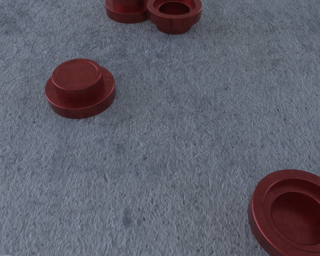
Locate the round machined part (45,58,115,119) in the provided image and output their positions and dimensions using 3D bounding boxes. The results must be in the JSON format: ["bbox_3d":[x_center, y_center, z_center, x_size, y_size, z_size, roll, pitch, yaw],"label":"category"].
[{"bbox_3d":[-0.115,-0.063,0.444,0.099,0.042,0.098,0,50,0],"label":"round machined part"}]

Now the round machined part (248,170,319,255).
[{"bbox_3d":[0.139,0.094,0.314,0.099,0.042,0.098,0,50,0],"label":"round machined part"}]

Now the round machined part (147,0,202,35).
[{"bbox_3d":[0.026,-0.208,0.567,0.099,0.042,0.098,0,50,0],"label":"round machined part"}]

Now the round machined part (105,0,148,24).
[{"bbox_3d":[-0.058,-0.247,0.599,0.099,0.042,0.098,0,50,0],"label":"round machined part"}]
